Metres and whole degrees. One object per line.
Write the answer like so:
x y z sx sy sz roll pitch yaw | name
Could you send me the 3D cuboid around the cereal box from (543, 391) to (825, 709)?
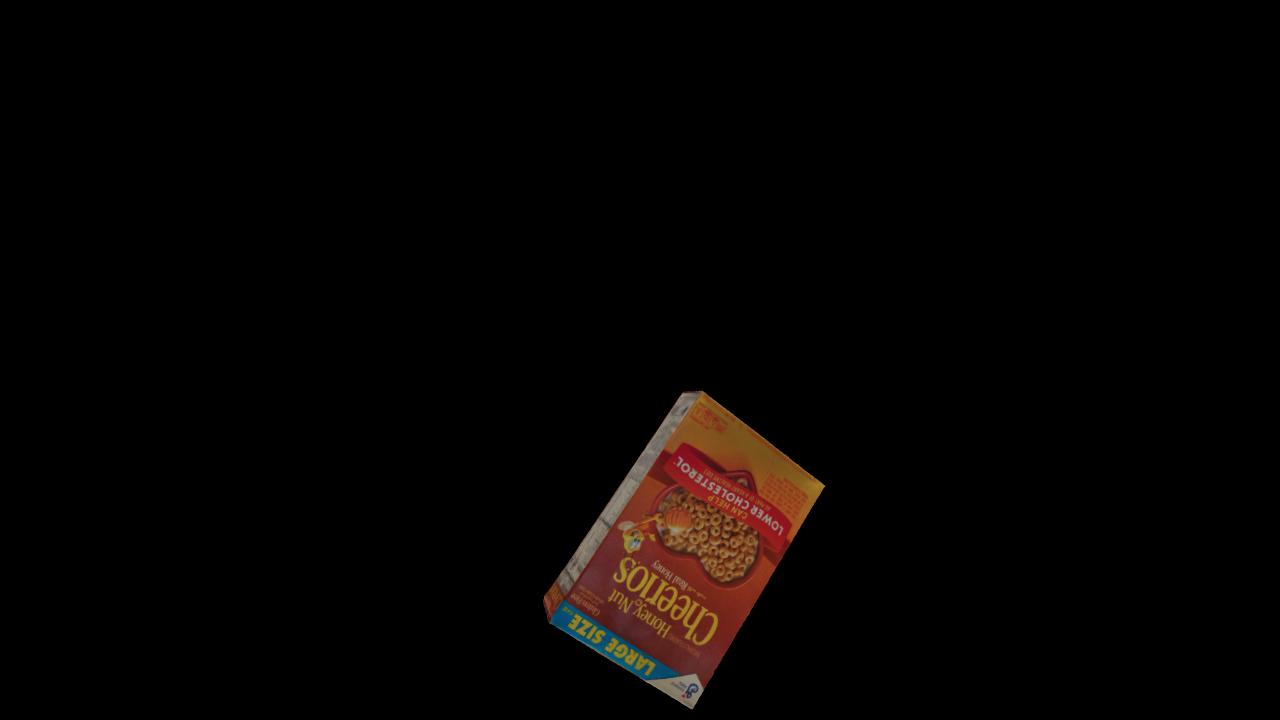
0.056 0.216 0.727 0.203 0.306 0.081 38 -12 -12 | cereal box
